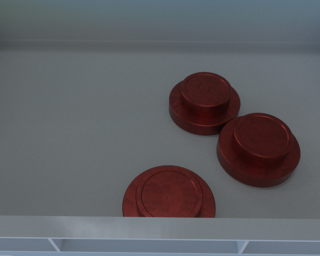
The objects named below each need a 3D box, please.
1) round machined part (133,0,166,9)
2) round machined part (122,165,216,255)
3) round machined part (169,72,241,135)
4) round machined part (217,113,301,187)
[{"bbox_3d":[-0.022,-0.279,0.631,0.099,0.042,0.098,0,50,0],"label":"round machined part"},{"bbox_3d":[0.009,0.080,0.327,0.099,0.042,0.098,0,50,0],"label":"round machined part"},{"bbox_3d":[0.062,-0.040,0.428,0.099,0.042,0.098,0,50,0],"label":"round machined part"},{"bbox_3d":[0.121,0.019,0.378,0.099,0.042,0.098,0,50,0],"label":"round machined part"}]
